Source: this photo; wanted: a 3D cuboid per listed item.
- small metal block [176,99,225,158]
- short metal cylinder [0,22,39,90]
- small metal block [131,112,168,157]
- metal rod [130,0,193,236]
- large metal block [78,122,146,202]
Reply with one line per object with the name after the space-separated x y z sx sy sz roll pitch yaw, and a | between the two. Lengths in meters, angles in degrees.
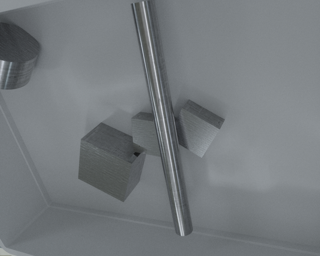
0.044 0.001 0.385 0.050 0.025 0.050 31 128 7 | small metal block
-0.213 -0.099 0.422 0.080 0.080 0.050 39 129 2 | short metal cylinder
-0.009 0.009 0.414 0.050 0.025 0.050 9 116 23 | small metal block
0.008 0.006 0.374 0.025 0.025 0.298 1 115 27 | metal rod
-0.071 0.050 0.459 0.080 0.050 0.079 24 127 13 | large metal block
